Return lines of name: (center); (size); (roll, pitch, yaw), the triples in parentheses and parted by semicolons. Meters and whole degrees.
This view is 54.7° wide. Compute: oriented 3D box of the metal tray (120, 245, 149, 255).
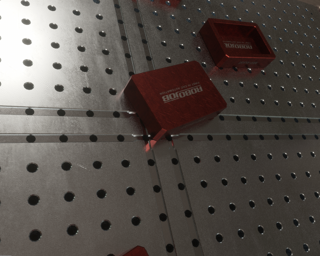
metal tray: (-0.024, 0.188, 0.277); (0.091, 0.030, 0.130); (-22, 74, -36)

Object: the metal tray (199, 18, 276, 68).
metal tray: (0.147, -0.159, 0.583); (0.131, 0.030, 0.090); (-7, 65, -32)

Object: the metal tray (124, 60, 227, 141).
metal tray: (0.025, -0.044, 0.447); (0.131, 0.030, 0.090); (-21, 73, -36)
